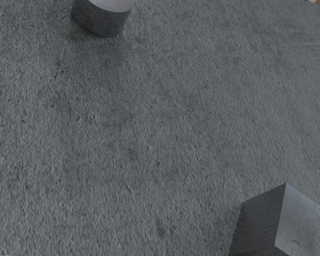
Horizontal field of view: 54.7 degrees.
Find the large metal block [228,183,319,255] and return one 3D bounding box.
[{"bbox_3d":[0.134,0.123,0.366,0.050,0.080,0.080,35,51,-5],"label":"large metal block"}]

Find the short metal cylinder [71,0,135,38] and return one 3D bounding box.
[{"bbox_3d":[-0.084,-0.180,0.452,0.081,0.050,0.080,14,56,-21],"label":"short metal cylinder"}]
